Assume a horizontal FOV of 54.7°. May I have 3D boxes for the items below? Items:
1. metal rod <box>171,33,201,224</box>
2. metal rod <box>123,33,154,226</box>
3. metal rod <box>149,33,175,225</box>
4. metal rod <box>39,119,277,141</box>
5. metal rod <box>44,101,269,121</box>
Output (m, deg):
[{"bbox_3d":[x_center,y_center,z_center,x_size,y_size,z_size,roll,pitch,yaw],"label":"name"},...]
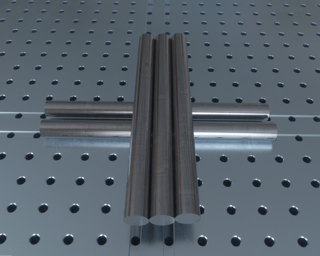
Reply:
[{"bbox_3d":[0.028,-0.026,0.398,0.025,0.025,0.300,1,50,0],"label":"metal rod"},{"bbox_3d":[-0.022,-0.025,0.396,0.025,0.025,0.300,1,50,0],"label":"metal rod"},{"bbox_3d":[0.003,-0.025,0.397,0.025,0.025,0.300,1,50,0],"label":"metal rod"},{"bbox_3d":[-0.002,0.003,0.405,0.302,0.025,0.025,1,50,0],"label":"metal rod"},{"bbox_3d":[-0.004,-0.024,0.428,0.302,0.025,0.025,1,50,0],"label":"metal rod"}]
